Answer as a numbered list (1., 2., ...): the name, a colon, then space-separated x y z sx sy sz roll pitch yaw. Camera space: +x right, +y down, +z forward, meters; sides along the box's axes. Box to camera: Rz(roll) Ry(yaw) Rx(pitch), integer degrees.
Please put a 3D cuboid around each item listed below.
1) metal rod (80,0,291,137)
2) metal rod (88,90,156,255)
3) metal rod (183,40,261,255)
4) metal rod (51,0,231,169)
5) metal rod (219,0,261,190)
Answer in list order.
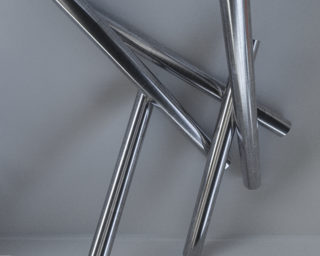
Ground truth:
1. metal rod: 0.036 -0.069 0.385 0.301 0.025 0.025 28 108 -10
2. metal rod: -0.053 0.086 0.376 0.025 0.025 0.299 17 84 -6
3. metal rod: 0.073 0.039 0.393 0.025 0.025 0.298 10 107 -4
4. metal rod: -0.008 -0.046 0.365 0.025 0.025 0.300 -39 117 13
5. metal rod: 0.093 -0.023 0.340 0.025 0.025 0.299 -16 134 6
